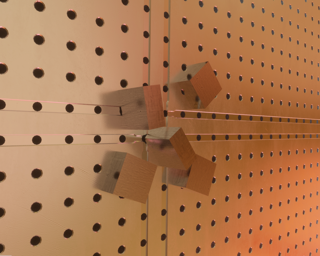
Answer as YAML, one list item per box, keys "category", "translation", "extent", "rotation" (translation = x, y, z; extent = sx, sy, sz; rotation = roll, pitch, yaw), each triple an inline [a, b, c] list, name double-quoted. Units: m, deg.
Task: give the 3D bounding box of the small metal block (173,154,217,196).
- category: "small metal block"
  translation: [0.052, 0.068, 0.456]
  extent: [0.050, 0.025, 0.050]
  rotation: [27, 73, -37]

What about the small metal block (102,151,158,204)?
- category: "small metal block"
  translation: [-0.036, 0.061, 0.381]
  extent: [0.050, 0.025, 0.050]
  rotation: [28, 72, -37]

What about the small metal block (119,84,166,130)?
- category: "small metal block"
  translation: [-0.022, -0.025, 0.376]
  extent: [0.025, 0.050, 0.050]
  rotation: [-13, 99, -40]

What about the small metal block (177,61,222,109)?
- category: "small metal block"
  translation: [0.061, -0.063, 0.462]
  extent: [0.050, 0.025, 0.050]
  rotation: [-47, 118, -30]

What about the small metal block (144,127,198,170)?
- category: "small metal block"
  translation: [0.014, 0.026, 0.407]
  extent: [0.025, 0.050, 0.050]
  rotation: [-44, 117, -31]
